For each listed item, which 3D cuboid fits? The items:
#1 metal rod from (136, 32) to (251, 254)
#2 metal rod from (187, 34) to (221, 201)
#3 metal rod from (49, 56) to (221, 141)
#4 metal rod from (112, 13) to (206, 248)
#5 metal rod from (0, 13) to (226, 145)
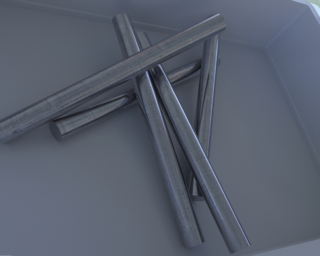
[{"bbox_3d":[0.029,0.003,0.384,0.025,0.025,0.299,-11,67,-33],"label":"metal rod"},{"bbox_3d":[0.067,-0.045,0.446,0.025,0.025,0.300,19,61,-17],"label":"metal rod"},{"bbox_3d":[-0.011,-0.056,0.433,0.302,0.025,0.025,-30,78,-38],"label":"metal rod"},{"bbox_3d":[-0.006,-0.008,0.381,0.025,0.025,0.299,-10,74,-32],"label":"metal rod"},{"bbox_3d":[-0.042,-0.067,0.365,0.302,0.025,0.025,-31,79,-19],"label":"metal rod"}]
